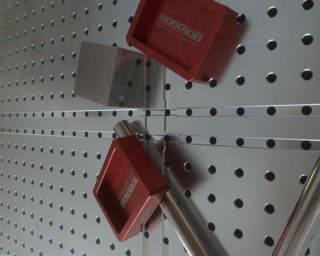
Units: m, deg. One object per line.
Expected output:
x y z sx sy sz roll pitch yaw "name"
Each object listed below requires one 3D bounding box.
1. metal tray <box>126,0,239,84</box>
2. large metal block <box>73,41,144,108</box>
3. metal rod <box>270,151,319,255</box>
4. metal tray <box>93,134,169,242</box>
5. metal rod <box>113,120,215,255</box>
0.021 -0.123 0.386 0.130 0.030 0.089 39 113 32 "metal tray"
-0.077 -0.078 0.454 0.080 0.050 0.079 20 102 38 "large metal block"
0.132 0.083 0.283 0.025 0.025 0.298 28 102 36 "metal rod"
-0.045 0.083 0.417 0.090 0.030 0.129 53 136 27 "metal tray"
0.020 0.108 0.390 0.025 0.025 0.299 -49 61 28 "metal rod"
